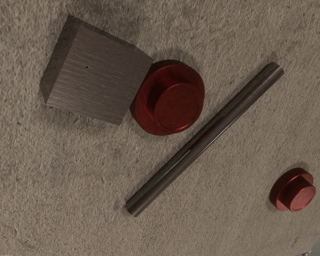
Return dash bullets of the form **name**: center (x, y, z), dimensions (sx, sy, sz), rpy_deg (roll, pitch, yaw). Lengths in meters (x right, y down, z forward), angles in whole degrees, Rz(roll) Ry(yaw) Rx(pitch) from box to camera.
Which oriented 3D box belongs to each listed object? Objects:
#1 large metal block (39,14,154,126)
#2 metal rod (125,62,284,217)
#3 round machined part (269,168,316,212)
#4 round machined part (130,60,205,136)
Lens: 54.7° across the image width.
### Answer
- **large metal block**: center (-0.067, -0.057, 0.320), dimensions (0.081, 0.050, 0.080), rpy_deg (18, 109, -36)
- **metal rod**: center (0.063, 0.018, 0.454), dimensions (0.300, 0.025, 0.025), rpy_deg (-45, 130, 2)
- **round machined part**: center (0.277, 0.133, 0.633), dimensions (0.099, 0.042, 0.097), rpy_deg (-14, 125, -21)
- **round machined part**: center (0.014, -0.032, 0.386), dimensions (0.099, 0.042, 0.097), rpy_deg (-14, 125, -21)
